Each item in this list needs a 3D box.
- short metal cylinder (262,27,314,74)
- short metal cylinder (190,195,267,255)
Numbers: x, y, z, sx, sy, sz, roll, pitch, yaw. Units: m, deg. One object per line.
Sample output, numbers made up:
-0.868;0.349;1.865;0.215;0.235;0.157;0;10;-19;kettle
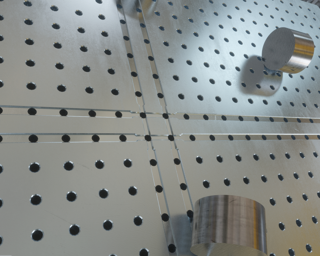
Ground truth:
0.243;-0.147;0.593;0.050;0.080;0.080;4;60;-26;short metal cylinder
0.076;0.114;0.344;0.080;0.080;0.050;21;54;-16;short metal cylinder
